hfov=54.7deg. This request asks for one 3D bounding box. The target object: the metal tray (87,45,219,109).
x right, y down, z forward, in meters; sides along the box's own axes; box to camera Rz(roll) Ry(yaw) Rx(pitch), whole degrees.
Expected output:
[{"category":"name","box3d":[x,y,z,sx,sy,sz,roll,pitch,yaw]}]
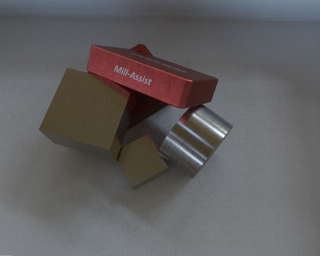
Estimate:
[{"category":"metal tray","box3d":[-0.008,-0.063,0.365,0.130,0.091,0.030,24,110,23]}]

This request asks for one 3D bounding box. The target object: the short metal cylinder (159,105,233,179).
[{"category":"short metal cylinder","box3d":[0.044,0.015,0.375,0.050,0.080,0.080,38,74,12]}]

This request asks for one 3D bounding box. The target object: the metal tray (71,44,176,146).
[{"category":"metal tray","box3d":[-0.054,-0.047,0.421,0.131,0.030,0.090,-32,74,-12]}]

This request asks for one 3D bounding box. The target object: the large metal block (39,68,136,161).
[{"category":"large metal block","box3d":[-0.080,-0.015,0.365,0.080,0.050,0.080,16,71,5]}]

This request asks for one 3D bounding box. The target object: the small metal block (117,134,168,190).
[{"category":"small metal block","box3d":[-0.024,0.043,0.392,0.050,0.025,0.050,-27,73,-10]}]
